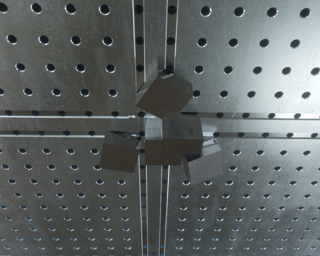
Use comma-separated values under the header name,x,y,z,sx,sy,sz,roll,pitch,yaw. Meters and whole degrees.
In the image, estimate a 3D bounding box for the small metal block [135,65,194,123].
name,x,y,z,sx,sy,sz,roll,pitch,yaw
small metal block,0.005,-0.040,0.378,0.050,0.025,0.050,26,125,-21

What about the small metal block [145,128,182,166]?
name,x,y,z,sx,sy,sz,roll,pitch,yaw
small metal block,0.005,0.027,0.435,0.050,0.025,0.050,0,130,-1

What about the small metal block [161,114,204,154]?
name,x,y,z,sx,sy,sz,roll,pitch,yaw
small metal block,0.027,0.006,0.401,0.050,0.050,0.025,2,130,-2

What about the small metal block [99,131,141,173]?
name,x,y,z,sx,sy,sz,roll,pitch,yaw
small metal block,-0.057,0.035,0.441,0.050,0.025,0.050,10,129,-9

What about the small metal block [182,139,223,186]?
name,x,y,z,sx,sy,sz,roll,pitch,yaw
small metal block,0.061,0.049,0.445,0.050,0.025,0.050,-20,131,-9
